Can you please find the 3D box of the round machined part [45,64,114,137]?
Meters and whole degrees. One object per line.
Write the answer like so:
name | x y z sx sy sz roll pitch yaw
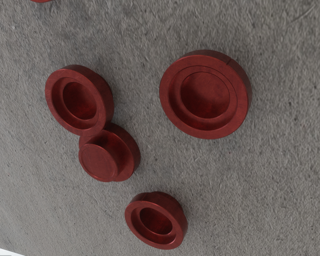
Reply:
round machined part | -0.104 -0.040 0.425 0.098 0.042 0.097 13 123 21

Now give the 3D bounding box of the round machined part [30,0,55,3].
round machined part | -0.150 -0.195 0.354 0.098 0.042 0.097 13 124 21

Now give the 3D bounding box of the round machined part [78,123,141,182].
round machined part | -0.082 0.042 0.466 0.098 0.042 0.097 13 124 21

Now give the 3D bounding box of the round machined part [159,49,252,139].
round machined part | 0.052 -0.039 0.344 0.098 0.042 0.097 13 124 21

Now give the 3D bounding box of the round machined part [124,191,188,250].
round machined part | -0.002 0.138 0.483 0.098 0.042 0.097 13 124 21
